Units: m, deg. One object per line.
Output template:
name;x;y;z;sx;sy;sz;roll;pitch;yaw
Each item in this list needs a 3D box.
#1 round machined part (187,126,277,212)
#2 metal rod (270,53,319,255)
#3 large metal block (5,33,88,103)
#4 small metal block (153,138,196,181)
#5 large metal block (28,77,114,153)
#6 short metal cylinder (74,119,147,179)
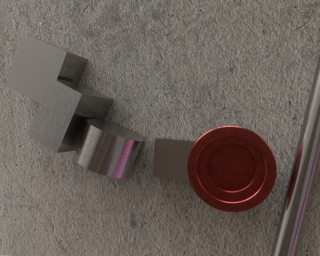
round machined part;0.085;0.046;0.368;0.098;0.042;0.097;0;91;16
metal rod;0.167;0.030;0.350;0.025;0.025;0.298;13;94;19
large metal block;-0.165;-0.081;0.452;0.080;0.050;0.080;25;98;18
small metal block;0.020;0.040;0.401;0.050;0.025;0.050;4;92;19
large metal block;-0.117;-0.016;0.420;0.050;0.080;0.080;28;99;17
short metal cylinder;-0.063;0.025;0.401;0.080;0.080;0.050;22;97;18
